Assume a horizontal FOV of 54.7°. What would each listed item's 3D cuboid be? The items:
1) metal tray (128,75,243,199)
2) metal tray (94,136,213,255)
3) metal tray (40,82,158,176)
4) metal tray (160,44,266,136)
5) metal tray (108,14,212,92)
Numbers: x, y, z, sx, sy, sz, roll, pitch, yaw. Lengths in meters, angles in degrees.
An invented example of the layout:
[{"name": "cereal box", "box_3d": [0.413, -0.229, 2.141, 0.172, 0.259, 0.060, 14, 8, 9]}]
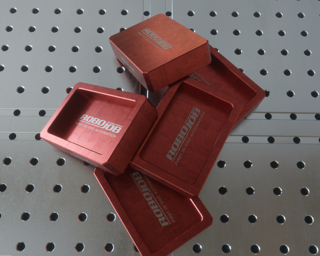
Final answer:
[{"name": "metal tray", "box_3d": [0.032, 0.007, 0.375, 0.090, 0.030, 0.130, 27, 72, 9]}, {"name": "metal tray", "box_3d": [-0.009, 0.084, 0.378, 0.090, 0.030, 0.130, -31, 73, -11]}, {"name": "metal tray", "box_3d": [-0.077, -0.005, 0.377, 0.130, 0.030, 0.090, 16, 67, 37]}, {"name": "metal tray", "box_3d": [0.066, -0.056, 0.430, 0.090, 0.030, 0.130, -42, 76, -14]}, {"name": "metal tray", "box_3d": [-0.004, -0.106, 0.416, 0.090, 0.030, 0.130, -29, 43, -11]}]
